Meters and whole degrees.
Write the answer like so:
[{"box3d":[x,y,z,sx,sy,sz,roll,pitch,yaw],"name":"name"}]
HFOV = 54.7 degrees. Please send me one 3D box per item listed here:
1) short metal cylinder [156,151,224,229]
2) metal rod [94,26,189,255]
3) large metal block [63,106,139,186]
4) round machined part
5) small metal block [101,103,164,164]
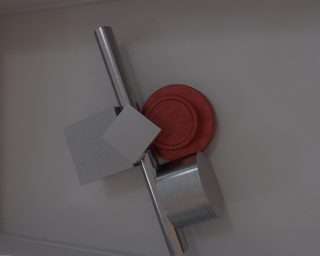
[{"box3d":[0.037,0.073,0.366,0.050,0.080,0.080,-22,83,18],"name":"short metal cylinder"},{"box3d":[-0.026,0.011,0.395,0.025,0.025,0.299,-22,83,18],"name":"metal rod"},{"box3d":[-0.072,0.024,0.417,0.080,0.050,0.080,-21,83,18],"name":"large metal block"},{"box3d":[0.019,-0.007,0.392,0.098,0.042,0.097,0,90,19],"name":"round machined part"},{"box3d":[-0.032,0.007,0.368,0.050,0.025,0.050,38,91,8],"name":"small metal block"}]
